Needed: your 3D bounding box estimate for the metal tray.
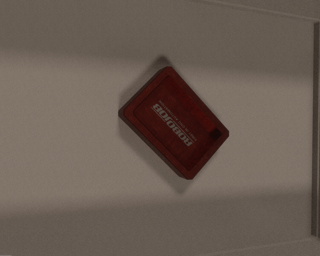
[{"bbox_3d":[0.021,-0.006,0.416,0.130,0.030,0.090,46,75,-15],"label":"metal tray"}]
